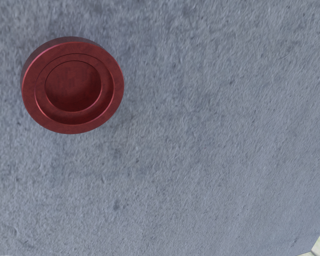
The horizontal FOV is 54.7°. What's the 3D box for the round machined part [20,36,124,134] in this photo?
[{"bbox_3d":[-0.090,-0.046,0.319,0.099,0.042,0.097,-14,125,-21],"label":"round machined part"}]
